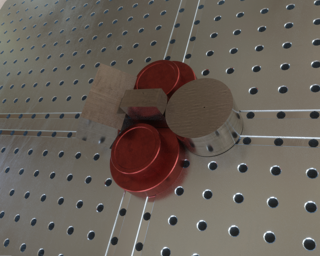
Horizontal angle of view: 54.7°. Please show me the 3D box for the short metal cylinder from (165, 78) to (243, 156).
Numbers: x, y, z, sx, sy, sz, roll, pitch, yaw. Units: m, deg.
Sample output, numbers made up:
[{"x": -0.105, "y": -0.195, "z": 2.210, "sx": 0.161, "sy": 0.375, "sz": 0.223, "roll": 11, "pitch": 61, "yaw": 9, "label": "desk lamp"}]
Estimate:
[{"x": 0.053, "y": -0.012, "z": 0.371, "sx": 0.080, "sy": 0.050, "sz": 0.080, "roll": -13, "pitch": 56, "yaw": 21, "label": "short metal cylinder"}]

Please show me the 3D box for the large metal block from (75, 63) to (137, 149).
[{"x": -0.075, "y": -0.027, "z": 0.422, "sx": 0.050, "sy": 0.080, "sz": 0.080, "roll": 20, "pitch": 65, "yaw": -12, "label": "large metal block"}]

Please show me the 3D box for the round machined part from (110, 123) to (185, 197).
[{"x": -0.022, "y": 0.033, "z": 0.389, "sx": 0.098, "sy": 0.042, "sz": 0.098, "roll": -13, "pitch": 56, "yaw": 21, "label": "round machined part"}]

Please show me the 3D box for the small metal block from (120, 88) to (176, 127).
[{"x": -0.013, "y": -0.024, "z": 0.385, "sx": 0.050, "sy": 0.050, "sz": 0.025, "roll": 1, "pitch": 63, "yaw": 29, "label": "small metal block"}]

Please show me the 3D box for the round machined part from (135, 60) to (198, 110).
[{"x": 0.003, "y": -0.056, "z": 0.430, "sx": 0.098, "sy": 0.042, "sz": 0.098, "roll": -13, "pitch": 56, "yaw": 21, "label": "round machined part"}]
